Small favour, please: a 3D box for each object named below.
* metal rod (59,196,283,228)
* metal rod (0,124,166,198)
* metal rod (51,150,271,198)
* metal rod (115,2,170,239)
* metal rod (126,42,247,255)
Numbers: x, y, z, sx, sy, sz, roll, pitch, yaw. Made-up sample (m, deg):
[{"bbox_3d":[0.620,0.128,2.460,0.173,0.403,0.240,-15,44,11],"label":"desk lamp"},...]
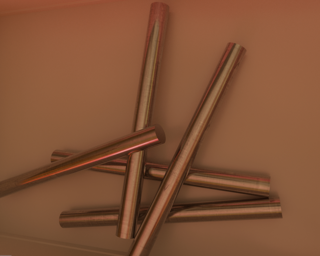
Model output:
[{"bbox_3d":[0.000,0.113,0.408,0.301,0.025,0.025,-9,87,19],"label":"metal rod"},{"bbox_3d":[-0.129,0.053,0.426,0.300,0.025,0.025,-20,84,24],"label":"metal rod"},{"bbox_3d":[-0.013,0.057,0.412,0.301,0.025,0.025,5,92,19],"label":"metal rod"},{"bbox_3d":[-0.021,-0.013,0.397,0.025,0.025,0.298,7,86,19],"label":"metal rod"},{"bbox_3d":[0.029,0.037,0.377,0.025,0.025,0.299,26,90,18],"label":"metal rod"}]
